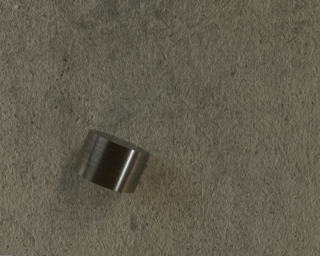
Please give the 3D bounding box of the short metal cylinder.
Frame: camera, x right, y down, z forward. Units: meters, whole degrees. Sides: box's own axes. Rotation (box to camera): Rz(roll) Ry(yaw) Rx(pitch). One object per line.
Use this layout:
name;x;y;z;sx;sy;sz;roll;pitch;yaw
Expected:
short metal cylinder;-0.058;0.040;0.382;0.080;0.080;0.050;23;90;0
